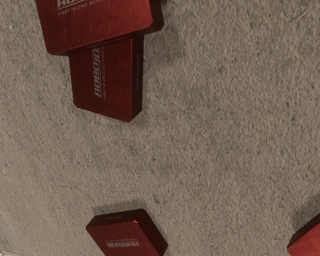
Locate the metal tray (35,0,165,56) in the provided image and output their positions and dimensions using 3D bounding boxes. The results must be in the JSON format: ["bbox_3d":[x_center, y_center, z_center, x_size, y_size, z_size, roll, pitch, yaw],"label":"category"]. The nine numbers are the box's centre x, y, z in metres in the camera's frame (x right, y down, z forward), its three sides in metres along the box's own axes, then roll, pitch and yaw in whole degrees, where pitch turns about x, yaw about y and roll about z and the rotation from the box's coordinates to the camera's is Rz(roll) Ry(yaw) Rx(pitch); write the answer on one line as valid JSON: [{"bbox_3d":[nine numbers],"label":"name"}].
[{"bbox_3d":[-0.068,-0.134,0.326,0.130,0.030,0.089,-9,96,22],"label":"metal tray"}]

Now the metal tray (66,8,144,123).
[{"bbox_3d":[-0.068,-0.078,0.390,0.090,0.030,0.129,16,125,18],"label":"metal tray"}]

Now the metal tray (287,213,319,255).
[{"bbox_3d":[0.230,0.158,0.356,0.130,0.030,0.089,41,126,18],"label":"metal tray"}]

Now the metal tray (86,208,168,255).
[{"bbox_3d":[-0.061,0.195,0.554,0.130,0.030,0.090,-19,109,35],"label":"metal tray"}]
